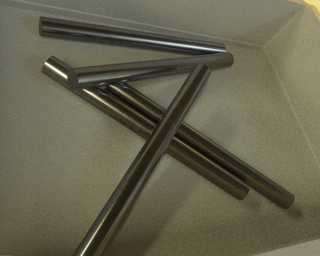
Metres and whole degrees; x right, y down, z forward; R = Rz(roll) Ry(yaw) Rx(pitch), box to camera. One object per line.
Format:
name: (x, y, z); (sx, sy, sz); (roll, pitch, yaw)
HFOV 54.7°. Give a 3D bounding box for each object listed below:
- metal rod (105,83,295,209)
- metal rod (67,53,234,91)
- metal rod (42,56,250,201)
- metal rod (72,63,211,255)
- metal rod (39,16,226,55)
metal rod: (0.058, 0.023, 0.424); (0.301, 0.025, 0.025); (33, 51, -7)
metal rod: (0.011, -0.087, 0.446); (0.302, 0.025, 0.025); (-17, 71, -41)
metal rod: (-0.013, 0.004, 0.397); (0.301, 0.025, 0.025); (33, 51, -7)
metal rod: (-0.009, 0.028, 0.358); (0.025, 0.025, 0.301); (36, 59, -5)
metal rod: (-0.023, -0.135, 0.476); (0.303, 0.025, 0.025); (-1, 62, -29)
